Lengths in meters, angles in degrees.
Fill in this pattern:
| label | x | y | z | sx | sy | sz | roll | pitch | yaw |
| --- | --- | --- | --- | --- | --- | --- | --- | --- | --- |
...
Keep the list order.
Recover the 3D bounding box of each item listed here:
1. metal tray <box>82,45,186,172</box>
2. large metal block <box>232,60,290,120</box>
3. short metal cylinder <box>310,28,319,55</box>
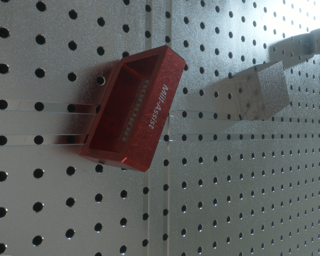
| label | x | y | z | sx | sy | sz | roll | pitch | yaw |
| --- | --- | --- | --- | --- | --- | --- | --- | --- | --- |
| metal tray | -0.030 | -0.022 | 0.341 | 0.030 | 0.090 | 0.130 | 31 | 71 | -36 |
| large metal block | 0.178 | -0.066 | 0.542 | 0.081 | 0.050 | 0.080 | -28 | 108 | -37 |
| short metal cylinder | 0.380 | -0.196 | 0.692 | 0.081 | 0.080 | 0.050 | -10 | 97 | -40 |
